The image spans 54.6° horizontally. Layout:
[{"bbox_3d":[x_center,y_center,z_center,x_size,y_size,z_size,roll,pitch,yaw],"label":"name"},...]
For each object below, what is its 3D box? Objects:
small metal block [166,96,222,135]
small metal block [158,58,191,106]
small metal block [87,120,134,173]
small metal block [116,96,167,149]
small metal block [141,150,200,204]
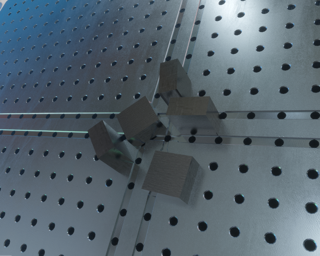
[{"bbox_3d":[0.042,-0.014,0.379,0.050,0.050,0.025,1,62,29],"label":"small metal block"},{"bbox_3d":[0.021,-0.055,0.416,0.025,0.050,0.050,-11,57,23],"label":"small metal block"},{"bbox_3d":[-0.065,0.025,0.412,0.025,0.050,0.050,-35,51,5],"label":"small metal block"},{"bbox_3d":[-0.026,-0.008,0.428,0.050,0.025,0.050,-34,51,6],"label":"small metal block"},{"bbox_3d":[0.013,0.057,0.367,0.050,0.025,0.050,7,65,31],"label":"small metal block"}]
